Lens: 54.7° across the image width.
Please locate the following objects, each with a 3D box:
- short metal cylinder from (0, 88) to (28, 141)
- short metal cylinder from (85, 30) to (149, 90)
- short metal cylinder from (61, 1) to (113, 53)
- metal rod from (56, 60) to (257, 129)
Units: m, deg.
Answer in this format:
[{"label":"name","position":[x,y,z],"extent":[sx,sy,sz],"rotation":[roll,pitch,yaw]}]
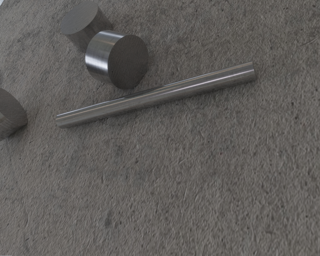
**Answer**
[{"label":"short metal cylinder","position":[-0.276,-0.024,0.528],"extent":[0.050,0.080,0.080],"rotation":[-34,51,6]},{"label":"short metal cylinder","position":[-0.063,-0.103,0.465],"extent":[0.050,0.080,0.080],"rotation":[23,74,36]},{"label":"short metal cylinder","position":[-0.134,-0.186,0.573],"extent":[0.080,0.050,0.080],"rotation":[-13,56,21]},{"label":"metal rod","position":[-0.019,-0.041,0.439],"extent":[0.300,0.025,0.025],"rotation":[-13,57,21]}]
